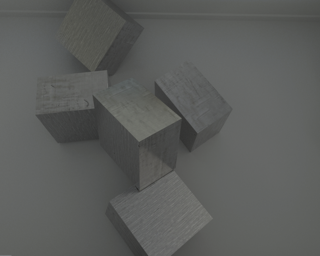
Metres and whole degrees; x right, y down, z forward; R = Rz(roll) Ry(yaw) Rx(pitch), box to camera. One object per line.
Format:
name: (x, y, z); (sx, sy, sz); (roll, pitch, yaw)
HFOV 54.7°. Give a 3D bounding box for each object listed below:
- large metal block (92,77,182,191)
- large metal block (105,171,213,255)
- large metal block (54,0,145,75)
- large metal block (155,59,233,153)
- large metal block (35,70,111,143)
large metal block: (-0.025, 0.006, 0.333); (0.050, 0.079, 0.080); (-29, 54, -27)
large metal block: (-0.003, 0.099, 0.349); (0.081, 0.050, 0.080); (-31, 73, -29)
large metal block: (-0.083, -0.130, 0.423); (0.080, 0.050, 0.080); (43, 110, 13)
large metal block: (0.038, -0.025, 0.390); (0.050, 0.080, 0.080); (-34, 74, -12)
large metal block: (-0.098, -0.024, 0.385); (0.081, 0.080, 0.050); (-7, 65, -3)
